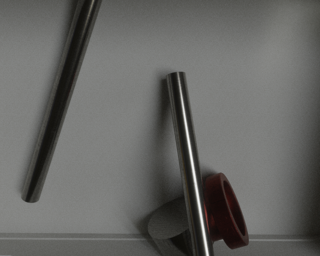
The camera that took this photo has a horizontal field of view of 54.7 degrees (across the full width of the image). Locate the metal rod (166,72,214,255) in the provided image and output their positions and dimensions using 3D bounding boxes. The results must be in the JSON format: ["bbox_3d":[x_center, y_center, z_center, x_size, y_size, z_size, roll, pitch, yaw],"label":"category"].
[{"bbox_3d":[0.042,0.080,0.376,0.025,0.025,0.298,-9,85,3],"label":"metal rod"}]

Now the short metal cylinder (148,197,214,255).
[{"bbox_3d":[0.030,0.143,0.435,0.080,0.080,0.050,-25,108,8],"label":"short metal cylinder"}]

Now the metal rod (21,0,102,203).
[{"bbox_3d":[-0.130,-0.030,0.398,0.025,0.025,0.298,21,109,-8],"label":"metal rod"}]

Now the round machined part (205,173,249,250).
[{"bbox_3d":[0.080,0.113,0.416,0.042,0.098,0.098,-23,109,16],"label":"round machined part"}]
